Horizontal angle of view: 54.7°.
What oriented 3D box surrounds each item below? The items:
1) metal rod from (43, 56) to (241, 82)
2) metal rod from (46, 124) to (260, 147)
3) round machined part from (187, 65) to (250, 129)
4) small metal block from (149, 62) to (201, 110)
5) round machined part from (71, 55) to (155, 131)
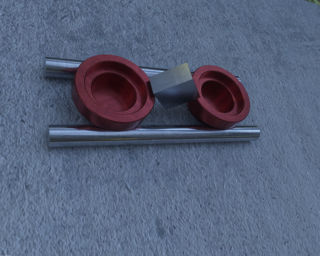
[{"bbox_3d":[-0.007,-0.075,0.446,0.303,0.025,0.025,0,62,-28],"label":"metal rod"},{"bbox_3d":[0.012,0.008,0.406,0.303,0.025,0.025,0,62,-28],"label":"metal rod"},{"bbox_3d":[0.079,-0.041,0.455,0.099,0.042,0.098,14,56,-21],"label":"round machined part"},{"bbox_3d":[0.020,-0.052,0.398,0.050,0.050,0.025,-20,64,11],"label":"small metal block"},{"bbox_3d":[-0.059,-0.039,0.380,0.099,0.042,0.098,14,56,-21],"label":"round machined part"}]
